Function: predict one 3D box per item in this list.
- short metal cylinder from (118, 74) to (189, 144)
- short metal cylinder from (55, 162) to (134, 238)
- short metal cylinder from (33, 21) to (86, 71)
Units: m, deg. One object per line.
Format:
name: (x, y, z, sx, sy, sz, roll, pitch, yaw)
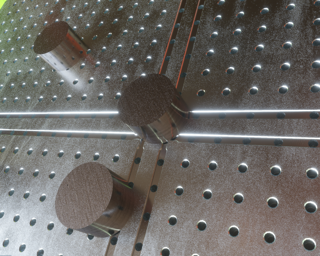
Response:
short metal cylinder: (-0.008, -0.025, 0.412, 0.080, 0.050, 0.080, -13, 56, 21)
short metal cylinder: (-0.079, 0.088, 0.380, 0.080, 0.050, 0.080, -13, 56, 21)
short metal cylinder: (-0.190, -0.155, 0.587, 0.080, 0.050, 0.080, -13, 56, 21)
